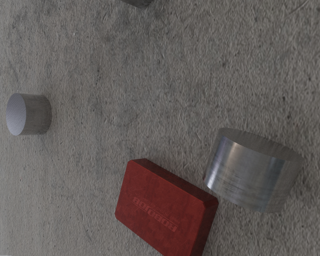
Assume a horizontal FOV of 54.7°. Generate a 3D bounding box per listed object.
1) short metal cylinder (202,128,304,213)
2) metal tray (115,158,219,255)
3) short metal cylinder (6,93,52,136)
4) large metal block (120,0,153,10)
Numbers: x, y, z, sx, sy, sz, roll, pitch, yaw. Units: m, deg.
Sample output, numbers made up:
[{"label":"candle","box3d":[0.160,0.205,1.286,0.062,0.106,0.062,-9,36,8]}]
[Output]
[{"label":"short metal cylinder","box3d":[0.087,0.037,0.297,0.080,0.081,0.050,27,107,36]},{"label":"metal tray","box3d":[0.003,0.105,0.400,0.130,0.030,0.089,24,105,37]},{"label":"short metal cylinder","box3d":[-0.254,-0.026,0.598,0.080,0.050,0.080,0,90,40]},{"label":"large metal block","box3d":[-0.049,-0.214,0.410,0.050,0.081,0.080,-41,65,32]}]
